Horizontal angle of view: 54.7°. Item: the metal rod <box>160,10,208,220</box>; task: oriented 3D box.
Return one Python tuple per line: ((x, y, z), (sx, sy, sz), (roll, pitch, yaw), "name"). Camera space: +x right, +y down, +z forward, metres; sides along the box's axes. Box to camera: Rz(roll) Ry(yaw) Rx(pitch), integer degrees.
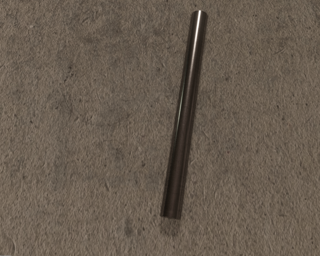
((0.036, -0.031, 0.420), (0.025, 0.025, 0.299), (9, 70, 3), "metal rod")
